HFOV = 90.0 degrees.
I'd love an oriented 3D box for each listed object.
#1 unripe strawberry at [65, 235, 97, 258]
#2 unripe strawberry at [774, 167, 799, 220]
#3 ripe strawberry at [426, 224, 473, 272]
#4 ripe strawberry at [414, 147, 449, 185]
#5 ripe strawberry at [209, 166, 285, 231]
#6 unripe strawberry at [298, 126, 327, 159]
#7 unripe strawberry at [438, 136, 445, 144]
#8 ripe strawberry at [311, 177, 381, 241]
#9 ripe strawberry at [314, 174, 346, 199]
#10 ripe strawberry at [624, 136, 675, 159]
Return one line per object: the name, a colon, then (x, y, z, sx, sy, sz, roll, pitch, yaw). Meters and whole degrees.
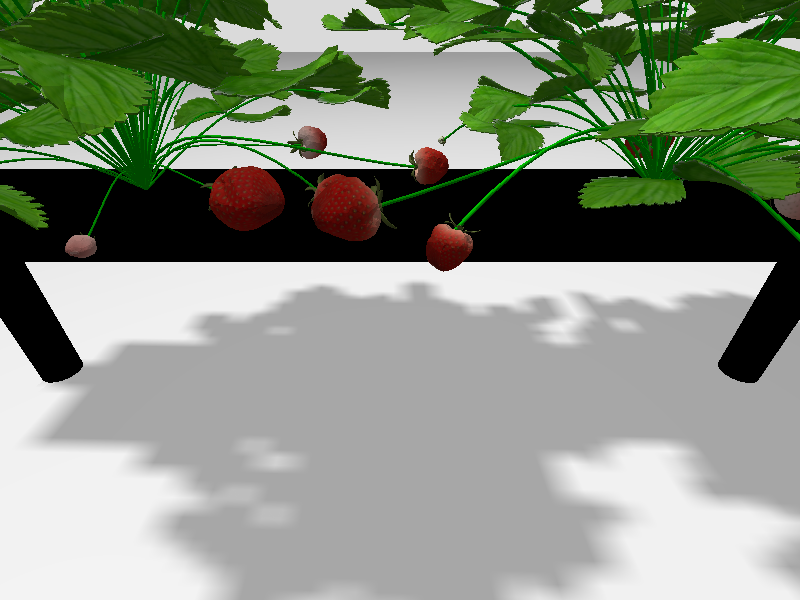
unripe strawberry: (-0.192, -0.031, 0.241, 0.016, 0.014, 0.015, -8, 35, -12)
unripe strawberry: (0.304, -0.078, 0.294, 0.040, 0.039, 0.037, 24, 40, 31)
ripe strawberry: (0.027, -0.029, 0.229, 0.025, 0.026, 0.028, 25, 9, -47)
ripe strawberry: (0.028, -0.119, 0.358, 0.031, 0.033, 0.029, -1, 33, -3)
ripe strawberry: (-0.100, -0.066, 0.268, 0.043, 0.043, 0.047, 22, 39, 29)
unripe strawberry: (-0.095, -0.172, 0.436, 0.033, 0.034, 0.030, -24, 40, -33)
unripe strawberry: (0.053, -0.203, 0.510, 0.011, 0.010, 0.010, -27, 41, -34)
ripe strawberry: (-0.036, -0.057, 0.255, 0.041, 0.041, 0.045, -13, 36, -18)
ripe strawberry: (-0.042, -0.071, 0.284, 0.033, 0.033, 0.036, 18, 37, 14)
ripe strawberry: (0.268, -0.173, 0.432, 0.045, 0.039, 0.046, 13, 35, 18)
